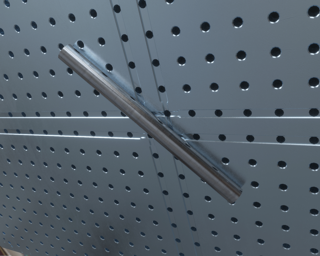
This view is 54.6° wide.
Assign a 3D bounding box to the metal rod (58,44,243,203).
[{"bbox_3d":[-0.013,-0.006,0.415,0.300,0.025,0.025,40,129,0],"label":"metal rod"}]
